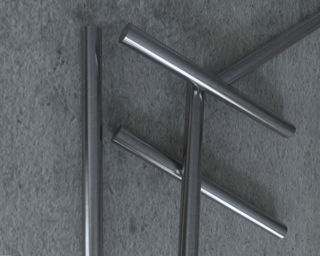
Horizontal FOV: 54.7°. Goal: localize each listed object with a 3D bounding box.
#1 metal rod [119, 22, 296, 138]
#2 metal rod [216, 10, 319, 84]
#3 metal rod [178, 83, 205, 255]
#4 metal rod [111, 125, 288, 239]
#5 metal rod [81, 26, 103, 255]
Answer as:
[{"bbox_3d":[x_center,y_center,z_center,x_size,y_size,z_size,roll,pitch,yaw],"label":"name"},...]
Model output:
[{"bbox_3d":[0.081,-0.051,0.414,0.302,0.025,0.025,25,82,-28],"label":"metal rod"},{"bbox_3d":[0.194,-0.135,0.482,0.302,0.025,0.025,-33,101,-17],"label":"metal rod"},{"bbox_3d":[0.040,0.071,0.394,0.025,0.025,0.299,9,75,-20],"label":"metal rod"},{"bbox_3d":[0.066,0.083,0.435,0.301,0.025,0.025,32,79,-18],"label":"metal rod"},{"bbox_3d":[-0.083,0.028,0.379,0.025,0.025,0.298,0,90,-20],"label":"metal rod"}]
